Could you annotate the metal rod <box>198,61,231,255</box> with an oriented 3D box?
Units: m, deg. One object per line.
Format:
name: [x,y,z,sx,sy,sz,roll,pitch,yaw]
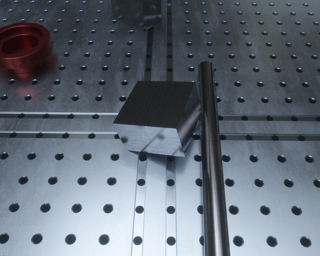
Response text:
metal rod: [0.064,0.019,0.391,0.025,0.025,0.300,3,50,2]

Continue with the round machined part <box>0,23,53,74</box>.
round machined part: [-0.223,-0.126,0.500,0.099,0.042,0.098,0,50,0]

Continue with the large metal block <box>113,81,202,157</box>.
large metal block: [0.000,-0.014,0.391,0.080,0.050,0.080,5,49,23]

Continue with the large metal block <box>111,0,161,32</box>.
large metal block: [-0.045,-0.237,0.570,0.080,0.080,0.050,31,57,23]
